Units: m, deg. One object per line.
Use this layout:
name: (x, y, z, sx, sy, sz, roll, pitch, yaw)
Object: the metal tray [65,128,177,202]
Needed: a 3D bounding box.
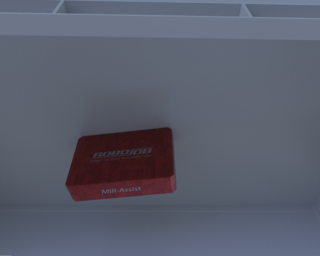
metal tray: (-0.047, 0.045, 0.404, 0.131, 0.090, 0.030, -6, 130, 4)
